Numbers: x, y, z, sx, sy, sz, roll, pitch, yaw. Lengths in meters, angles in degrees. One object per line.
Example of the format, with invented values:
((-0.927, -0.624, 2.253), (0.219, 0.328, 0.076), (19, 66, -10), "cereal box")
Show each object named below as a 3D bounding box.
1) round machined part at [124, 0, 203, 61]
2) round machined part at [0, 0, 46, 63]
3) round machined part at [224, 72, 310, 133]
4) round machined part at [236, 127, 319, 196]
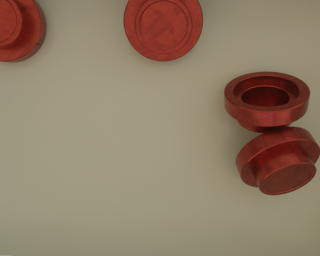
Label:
((0.004, -0.130, 0.383), (0.099, 0.042, 0.097), (0, 118, 0), "round machined part")
((-0.201, -0.134, 0.394), (0.099, 0.042, 0.097), (0, 98, -1), "round machined part")
((0.131, -0.030, 0.386), (0.099, 0.098, 0.042), (-10, 125, -1), "round machined part")
((0.146, 0.047, 0.376), (0.099, 0.098, 0.042), (-12, 48, 0), "round machined part")
